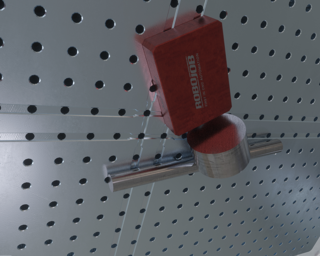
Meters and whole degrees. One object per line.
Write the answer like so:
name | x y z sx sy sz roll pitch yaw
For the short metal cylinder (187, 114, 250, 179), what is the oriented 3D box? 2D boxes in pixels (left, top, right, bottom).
short metal cylinder | 0.083 0.024 0.436 0.080 0.080 0.050 -29 128 -10

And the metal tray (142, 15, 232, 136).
metal tray | 0.039 -0.062 0.391 0.091 0.030 0.129 -26 128 -12

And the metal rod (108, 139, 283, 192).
metal rod | 0.069 0.053 0.482 0.303 0.025 0.025 -9 123 -24
